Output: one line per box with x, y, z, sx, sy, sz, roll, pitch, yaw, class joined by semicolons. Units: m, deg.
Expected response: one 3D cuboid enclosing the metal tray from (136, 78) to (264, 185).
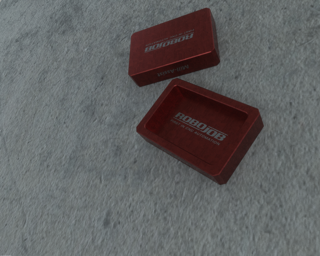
0.045;-0.002;0.377;0.130;0.030;0.090;28;77;37;metal tray

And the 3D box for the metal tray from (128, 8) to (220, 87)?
0.019;-0.120;0.463;0.130;0.030;0.090;-13;56;20;metal tray
